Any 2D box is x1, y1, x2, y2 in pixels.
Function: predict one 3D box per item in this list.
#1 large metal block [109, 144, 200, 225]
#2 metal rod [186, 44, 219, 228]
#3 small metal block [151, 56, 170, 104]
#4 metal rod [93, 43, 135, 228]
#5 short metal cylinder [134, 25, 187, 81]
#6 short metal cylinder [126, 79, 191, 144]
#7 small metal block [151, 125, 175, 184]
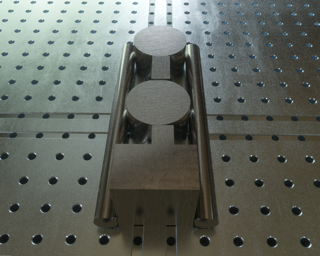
[{"bbox_3d":[-0.004,0.061,0.321,0.080,0.080,0.050,1,50,0],"label":"large metal block"},{"bbox_3d":[0.051,-0.015,0.419,0.025,0.025,0.300,1,50,1],"label":"metal rod"},{"bbox_3d":[0.001,-0.069,0.447,0.025,0.050,0.050,1,50,1],"label":"small metal block"},{"bbox_3d":[-0.054,-0.016,0.419,0.025,0.025,0.300,1,50,1],"label":"metal rod"},{"bbox_3d":[0.000,-0.118,0.490,0.080,0.050,0.080,0,50,0],"label":"short metal cylinder"},{"bbox_3d":[-0.002,-0.018,0.406,0.080,0.050,0.080,0,50,0],"label":"short metal cylinder"},{"bbox_3d":[0.003,0.032,0.364,0.025,0.050,0.050,0,50,0],"label":"small metal block"}]
